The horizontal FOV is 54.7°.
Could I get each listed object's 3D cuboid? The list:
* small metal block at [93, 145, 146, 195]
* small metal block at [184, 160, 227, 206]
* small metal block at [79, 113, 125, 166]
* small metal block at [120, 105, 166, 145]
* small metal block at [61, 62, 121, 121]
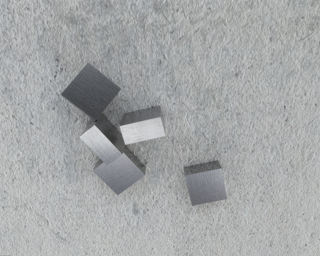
[{"bbox_3d":[-0.055,0.057,0.430,0.050,0.025,0.050,-38,106,12],"label":"small metal block"},{"bbox_3d":[0.064,0.078,0.439,0.050,0.025,0.050,-12,110,4],"label":"small metal block"},{"bbox_3d":[-0.072,0.013,0.400,0.025,0.050,0.050,-37,106,13],"label":"small metal block"},{"bbox_3d":[-0.021,-0.005,0.394,0.050,0.050,0.025,-13,110,4],"label":"small metal block"},{"bbox_3d":[-0.085,-0.043,0.382,0.050,0.025,0.050,39,80,-12],"label":"small metal block"}]
